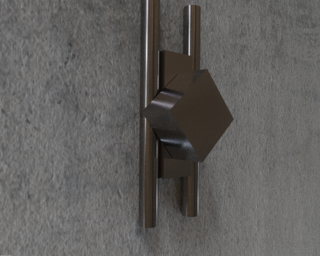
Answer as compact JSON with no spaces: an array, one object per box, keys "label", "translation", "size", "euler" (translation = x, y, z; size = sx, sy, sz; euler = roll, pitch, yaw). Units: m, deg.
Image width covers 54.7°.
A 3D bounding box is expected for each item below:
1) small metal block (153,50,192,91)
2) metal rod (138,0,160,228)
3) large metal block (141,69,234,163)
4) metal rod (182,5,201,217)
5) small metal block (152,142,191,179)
[{"label":"small metal block","translation":[0.017,-0.075,0.421],"size":[0.050,0.025,0.050],"euler":[1,90,-40]},{"label":"metal rod","translation":[-0.013,-0.025,0.397],"size":[0.025,0.025,0.298],"euler":[1,90,-40]},{"label":"large metal block","translation":[0.037,-0.015,0.388],"size":[0.080,0.050,0.080],"euler":[-49,119,-29]},{"label":"metal rod","translation":[0.045,-0.024,0.447],"size":[0.025,0.025,0.298],"euler":[1,90,-40]},{"label":"small metal block","translation":[0.016,0.041,0.420],"size":[0.050,0.025,0.050],"euler":[1,90,-40]}]
